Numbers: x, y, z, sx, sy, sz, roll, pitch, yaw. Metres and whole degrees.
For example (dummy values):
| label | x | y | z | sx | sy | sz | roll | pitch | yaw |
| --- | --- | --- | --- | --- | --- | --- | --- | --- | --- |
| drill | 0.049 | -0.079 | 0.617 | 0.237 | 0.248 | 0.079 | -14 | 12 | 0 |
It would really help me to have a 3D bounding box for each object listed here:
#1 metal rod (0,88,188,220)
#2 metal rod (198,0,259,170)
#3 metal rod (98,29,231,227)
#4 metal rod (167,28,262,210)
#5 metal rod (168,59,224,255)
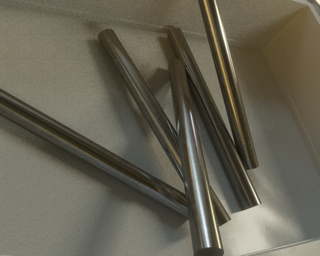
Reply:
| label | x | y | z | sx | sy | sz | roll | pitch | yaw |
| --- | --- | --- | --- | --- | --- | --- | --- | --- | --- |
| metal rod | -0.085 | 0.023 | 0.345 | 0.301 | 0.025 | 0.025 | 31 | 52 | -8 |
| metal rod | 0.089 | -0.087 | 0.429 | 0.025 | 0.025 | 0.298 | -19 | 97 | -35 |
| metal rod | -0.005 | -0.013 | 0.393 | 0.025 | 0.025 | 0.299 | -16 | 65 | -35 |
| metal rod | 0.073 | -0.027 | 0.460 | 0.025 | 0.025 | 0.299 | -7 | 65 | -31 |
| metal rod | 0.033 | 0.004 | 0.367 | 0.025 | 0.025 | 0.300 | 17 | 38 | -18 |
